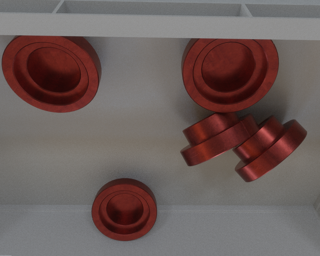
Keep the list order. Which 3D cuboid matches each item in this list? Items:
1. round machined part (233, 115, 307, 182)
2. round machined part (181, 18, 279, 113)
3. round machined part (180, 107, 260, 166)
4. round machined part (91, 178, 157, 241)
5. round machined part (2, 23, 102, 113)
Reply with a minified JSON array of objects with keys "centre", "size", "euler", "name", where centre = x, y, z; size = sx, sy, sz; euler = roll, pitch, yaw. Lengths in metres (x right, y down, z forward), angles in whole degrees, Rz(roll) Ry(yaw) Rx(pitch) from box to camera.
[{"centre":[0.132,0.021,0.394],"size":[0.042,0.099,0.098],"euler":[48,121,7],"name":"round machined part"},{"centre":[0.072,-0.069,0.335],"size":[0.099,0.042,0.097],"euler":[0,122,0],"name":"round machined part"},{"centre":[0.067,0.005,0.379],"size":[0.098,0.098,0.042],"euler":[-30,88,22],"name":"round machined part"},{"centre":[-0.054,0.123,0.486],"size":[0.099,0.042,0.097],"euler":[-1,105,-2],"name":"round machined part"},{"centre":[-0.113,-0.068,0.339],"size":[0.099,0.042,0.097],"euler":[-1,130,0],"name":"round machined part"}]
